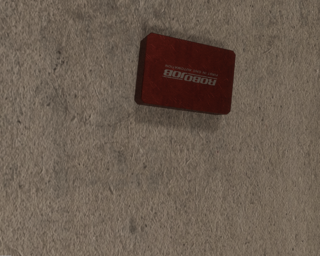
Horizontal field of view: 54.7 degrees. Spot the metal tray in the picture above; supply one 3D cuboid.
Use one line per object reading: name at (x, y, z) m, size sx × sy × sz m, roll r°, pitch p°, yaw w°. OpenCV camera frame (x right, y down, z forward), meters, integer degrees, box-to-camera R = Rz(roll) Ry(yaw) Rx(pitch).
metal tray at (0.036, -0.069, 0.421) m, size 0.131 × 0.030 × 0.089 m, roll 6°, pitch 88°, yaw -20°
